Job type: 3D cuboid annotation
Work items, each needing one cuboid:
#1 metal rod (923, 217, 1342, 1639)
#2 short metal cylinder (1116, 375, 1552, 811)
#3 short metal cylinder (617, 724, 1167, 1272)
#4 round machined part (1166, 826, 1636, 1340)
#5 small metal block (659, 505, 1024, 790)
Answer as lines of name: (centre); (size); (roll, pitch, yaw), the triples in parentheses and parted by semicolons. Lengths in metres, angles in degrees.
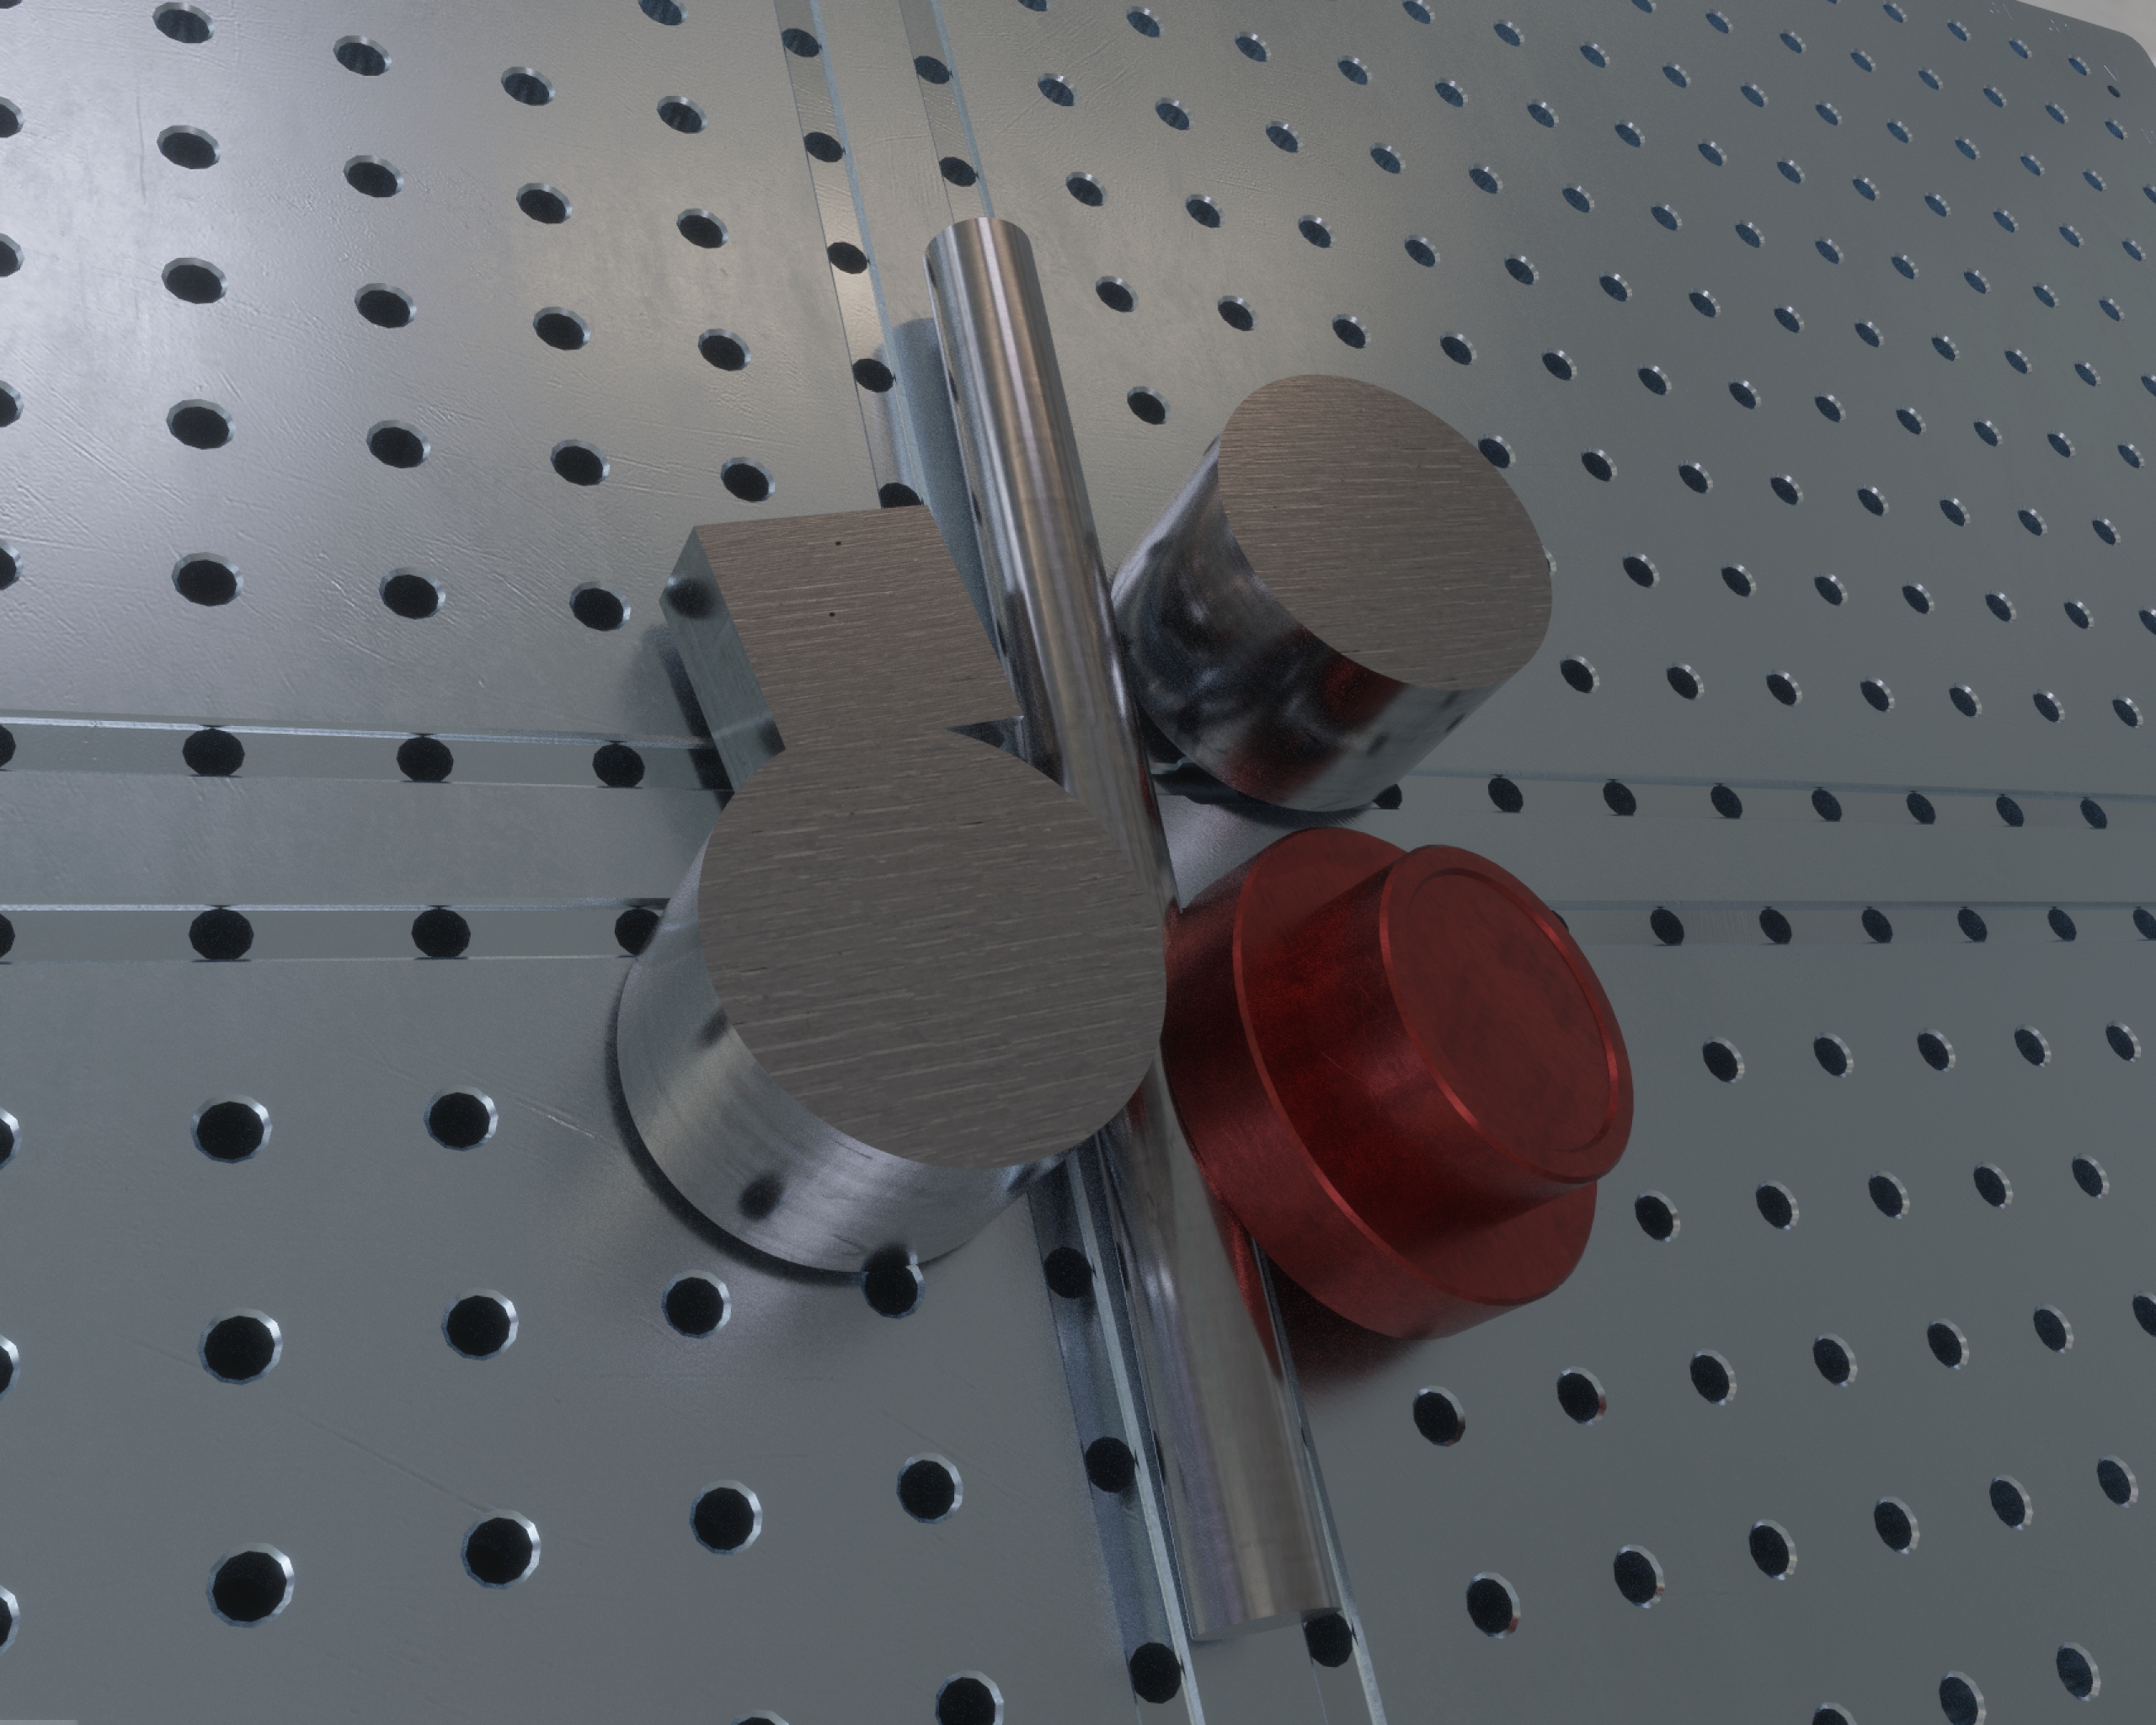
metal rod: (0.004, -0.006, 0.409); (0.025, 0.025, 0.299); (3, 60, -27)
short metal cylinder: (0.054, -0.058, 0.451); (0.081, 0.050, 0.080); (14, 56, -21)
short metal cylinder: (-0.032, 0.023, 0.355); (0.081, 0.050, 0.080); (14, 56, -21)
round machined part: (0.066, 0.036, 0.391); (0.098, 0.042, 0.098); (27, 45, -31)
small metal block: (-0.046, -0.039, 0.402); (0.050, 0.025, 0.050); (-12, 68, -33)
